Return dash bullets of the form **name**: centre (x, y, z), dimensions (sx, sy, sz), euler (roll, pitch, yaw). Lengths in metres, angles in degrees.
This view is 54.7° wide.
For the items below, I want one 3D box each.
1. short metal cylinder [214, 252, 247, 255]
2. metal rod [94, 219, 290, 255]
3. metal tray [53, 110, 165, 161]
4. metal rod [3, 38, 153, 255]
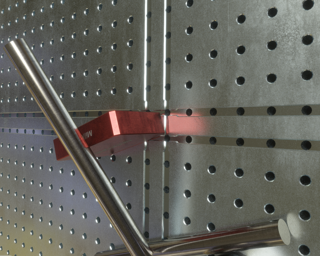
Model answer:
- **short metal cylinder**: centre (0.072, 0.180, 0.332), dimensions (0.080, 0.050, 0.079), euler (0, 90, 39)
- **metal rod**: centre (0.014, 0.155, 0.395), dimensions (0.299, 0.025, 0.025), euler (-26, 74, 36)
- **metal tray**: centre (-0.071, 0.012, 0.422), dimensions (0.130, 0.091, 0.030), euler (-22, 77, 37)
- **metal rod**: centre (-0.091, 0.035, 0.369), dimensions (0.025, 0.025, 0.299), euler (-22, 102, 38)
